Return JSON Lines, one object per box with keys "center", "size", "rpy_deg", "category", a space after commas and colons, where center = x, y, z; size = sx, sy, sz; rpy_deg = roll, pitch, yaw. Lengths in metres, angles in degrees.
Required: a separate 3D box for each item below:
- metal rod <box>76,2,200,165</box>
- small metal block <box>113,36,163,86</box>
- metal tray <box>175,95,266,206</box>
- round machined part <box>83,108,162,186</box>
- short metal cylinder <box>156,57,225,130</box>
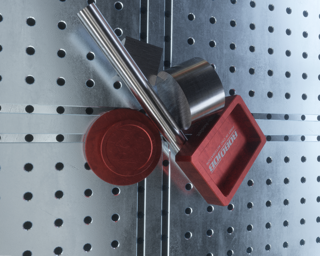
{"center": [-0.001, -0.018, 0.395], "size": [0.025, 0.025, 0.299], "rpy_deg": [-42, 111, -15], "category": "metal rod"}
{"center": [-0.029, -0.085, 0.403], "size": [0.050, 0.025, 0.050], "rpy_deg": [14, 85, -20], "category": "small metal block"}
{"center": [0.088, 0.028, 0.421], "size": [0.130, 0.030, 0.090], "rpy_deg": [-49, 113, -29], "category": "metal tray"}
{"center": [-0.043, 0.024, 0.387], "size": [0.099, 0.042, 0.097], "rpy_deg": [0, 90, -21], "category": "round machined part"}
{"center": [0.038, -0.044, 0.398], "size": [0.050, 0.080, 0.080], "rpy_deg": [-27, 99, -18], "category": "short metal cylinder"}
